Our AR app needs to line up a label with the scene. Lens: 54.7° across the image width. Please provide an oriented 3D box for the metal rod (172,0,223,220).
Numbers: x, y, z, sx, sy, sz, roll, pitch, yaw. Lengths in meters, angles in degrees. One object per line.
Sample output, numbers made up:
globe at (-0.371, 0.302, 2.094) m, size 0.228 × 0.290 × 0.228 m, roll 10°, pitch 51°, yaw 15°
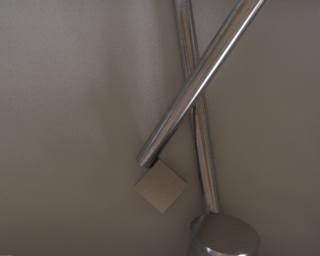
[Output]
metal rod at (0.050, -0.027, 0.412) m, size 0.025 × 0.025 × 0.298 m, roll -8°, pitch 90°, yaw 0°

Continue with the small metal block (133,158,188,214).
small metal block at (0.001, 0.076, 0.412) m, size 0.050 × 0.025 × 0.050 m, roll 42°, pitch 90°, yaw -1°

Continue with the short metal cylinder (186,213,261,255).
short metal cylinder at (0.073, 0.145, 0.366) m, size 0.081 × 0.080 × 0.050 m, roll 6°, pitch 105°, yaw -1°

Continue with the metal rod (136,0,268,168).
metal rod at (0.054, -0.069, 0.352) m, size 0.025 × 0.025 × 0.298 m, roll 33°, pitch 114°, yaw -1°
